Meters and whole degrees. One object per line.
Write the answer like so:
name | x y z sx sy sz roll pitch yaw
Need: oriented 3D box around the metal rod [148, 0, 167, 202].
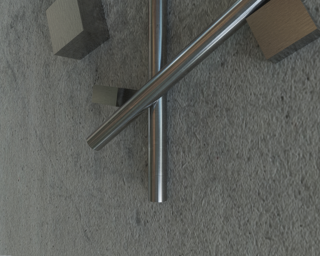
metal rod | -0.003 -0.055 0.405 0.025 0.025 0.298 0 90 39

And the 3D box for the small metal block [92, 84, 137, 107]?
small metal block | -0.059 -0.044 0.435 0.050 0.050 0.025 13 98 39

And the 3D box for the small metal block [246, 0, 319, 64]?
small metal block | 0.121 -0.100 0.304 0.050 0.025 0.050 -32 71 35

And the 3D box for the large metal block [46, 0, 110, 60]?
large metal block | -0.133 -0.166 0.495 0.080 0.050 0.080 -22 76 37

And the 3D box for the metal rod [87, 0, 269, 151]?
metal rod | 0.016 -0.066 0.364 0.299 0.025 0.025 -39 66 24
